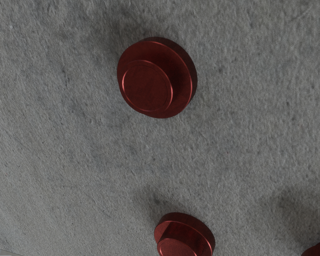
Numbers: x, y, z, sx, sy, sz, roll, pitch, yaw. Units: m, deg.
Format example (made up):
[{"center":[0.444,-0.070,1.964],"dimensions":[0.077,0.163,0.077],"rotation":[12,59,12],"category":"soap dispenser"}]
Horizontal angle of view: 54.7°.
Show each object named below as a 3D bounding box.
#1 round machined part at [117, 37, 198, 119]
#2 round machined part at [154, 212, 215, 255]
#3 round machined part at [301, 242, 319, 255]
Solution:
[{"center":[-0.009,-0.054,0.366],"dimensions":[0.098,0.042,0.097],"rotation":[13,124,20],"category":"round machined part"},{"center":[0.035,0.185,0.491],"dimensions":[0.098,0.042,0.097],"rotation":[13,124,20],"category":"round machined part"},{"center":[0.228,0.179,0.387],"dimensions":[0.098,0.042,0.097],"rotation":[13,124,20],"category":"round machined part"}]
